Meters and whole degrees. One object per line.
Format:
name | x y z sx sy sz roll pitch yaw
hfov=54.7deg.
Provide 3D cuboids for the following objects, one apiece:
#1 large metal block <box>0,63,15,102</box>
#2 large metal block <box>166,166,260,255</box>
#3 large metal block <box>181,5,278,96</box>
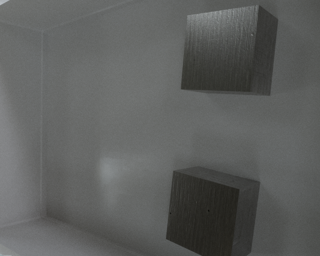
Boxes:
large metal block | -0.380 -0.108 0.707 0.080 0.050 0.079 21 103 38
large metal block | 0.058 0.092 0.343 0.080 0.050 0.079 10 96 39
large metal block | 0.073 -0.078 0.330 0.080 0.050 0.079 8 95 39
